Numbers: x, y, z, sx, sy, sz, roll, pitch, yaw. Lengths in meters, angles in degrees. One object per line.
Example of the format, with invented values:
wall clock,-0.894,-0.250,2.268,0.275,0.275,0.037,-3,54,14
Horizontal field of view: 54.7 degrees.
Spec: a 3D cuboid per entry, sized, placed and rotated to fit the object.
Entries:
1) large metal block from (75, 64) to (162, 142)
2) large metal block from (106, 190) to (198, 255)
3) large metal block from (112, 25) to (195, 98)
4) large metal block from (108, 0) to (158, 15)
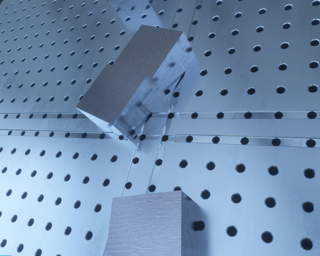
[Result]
large metal block,-0.059,-0.038,0.445,0.080,0.050,0.080,23,74,36
large metal block,-0.006,0.115,0.324,0.080,0.050,0.080,-11,57,22
large metal block,-0.008,-0.100,0.457,0.080,0.050,0.080,23,74,36
large metal block,-0.045,-0.262,0.575,0.080,0.050,0.080,4,64,30
